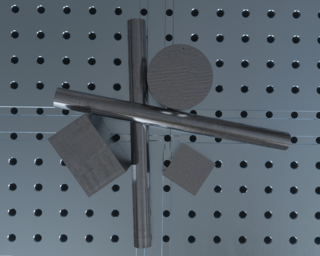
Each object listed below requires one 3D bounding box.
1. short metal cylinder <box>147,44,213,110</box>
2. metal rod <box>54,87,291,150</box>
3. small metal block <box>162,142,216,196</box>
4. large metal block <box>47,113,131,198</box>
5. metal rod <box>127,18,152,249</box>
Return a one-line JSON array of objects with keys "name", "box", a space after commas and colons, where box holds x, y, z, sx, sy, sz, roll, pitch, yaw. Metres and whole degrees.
[{"name": "short metal cylinder", "box": [0.024, -0.062, 0.401, 0.081, 0.050, 0.079, 0, 90, -1]}, {"name": "metal rod", "box": [0.022, -0.009, 0.395, 0.302, 0.025, 0.025, 11, 90, -8]}, {"name": "small metal block", "box": [0.038, 0.054, 0.415, 0.050, 0.025, 0.050, 33, 90, -1]}, {"name": "large metal block", "box": [-0.082, 0.030, 0.384, 0.050, 0.080, 0.080, -35, 90, 0]}, {"name": "metal rod", "box": [-0.027, 0.007, 0.413, 0.025, 0.025, 0.298, -2, 90, -1]}]
